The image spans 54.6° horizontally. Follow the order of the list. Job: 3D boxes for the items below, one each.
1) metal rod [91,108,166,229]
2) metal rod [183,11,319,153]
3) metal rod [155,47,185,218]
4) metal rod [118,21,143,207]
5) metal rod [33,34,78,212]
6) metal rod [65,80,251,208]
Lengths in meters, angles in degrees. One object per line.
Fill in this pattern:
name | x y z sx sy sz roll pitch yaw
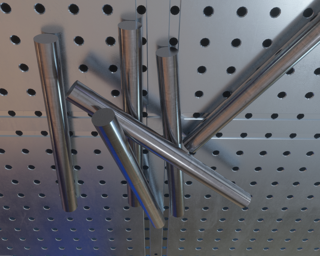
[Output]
metal rod | -0.031 0.078 0.439 0.025 0.025 0.299 -9 141 7
metal rod | 0.130 -0.067 0.355 0.025 0.025 0.299 30 124 -23
metal rod | 0.019 0.030 0.436 0.025 0.025 0.298 -3 130 3
metal rod | -0.036 0.007 0.417 0.025 0.025 0.298 1 130 -1
metal rod | -0.136 0.018 0.425 0.025 0.025 0.298 4 130 -4
metal rod | 0.015 0.033 0.405 0.301 0.025 0.025 34 122 -26
